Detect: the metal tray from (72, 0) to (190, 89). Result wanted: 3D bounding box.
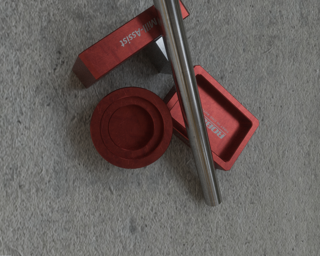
[{"bbox_3d":[-0.037,-0.099,0.362,0.131,0.090,0.030,-39,103,-16],"label":"metal tray"}]

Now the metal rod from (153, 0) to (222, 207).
[{"bbox_3d":[0.038,-0.021,0.369,0.025,0.025,0.298,-28,121,-18],"label":"metal rod"}]

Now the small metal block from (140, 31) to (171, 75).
[{"bbox_3d":[0.006,-0.096,0.395,0.025,0.050,0.050,-44,119,-12],"label":"small metal block"}]

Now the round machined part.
[{"bbox_3d":[-0.037,-0.001,0.385,0.099,0.042,0.097,-1,93,-14],"label":"round machined part"}]

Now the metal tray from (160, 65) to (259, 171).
[{"bbox_3d":[0.067,-0.013,0.434,0.130,0.030,0.090,40,77,-16],"label":"metal tray"}]
